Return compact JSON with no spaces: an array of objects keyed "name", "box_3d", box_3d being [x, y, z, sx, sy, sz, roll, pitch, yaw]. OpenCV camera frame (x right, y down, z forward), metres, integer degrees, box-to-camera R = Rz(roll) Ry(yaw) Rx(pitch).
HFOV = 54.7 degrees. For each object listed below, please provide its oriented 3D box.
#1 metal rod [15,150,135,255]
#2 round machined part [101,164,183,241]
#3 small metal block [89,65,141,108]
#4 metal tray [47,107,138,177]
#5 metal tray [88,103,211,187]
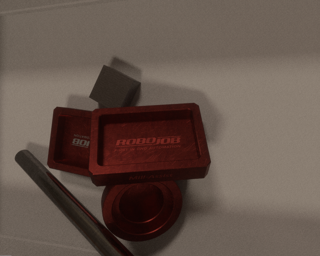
[{"name":"metal rod","box_3d":[-0.110,0.107,0.399,0.300,0.025,0.025,30,100,36]},{"name":"round machined part","box_3d":[-0.025,0.090,0.392,0.099,0.042,0.097,-5,110,-14]},{"name":"small metal block","box_3d":[-0.063,-0.053,0.432,0.050,0.025,0.050,29,99,17]},{"name":"metal tray","box_3d":[-0.093,0.022,0.439,0.130,0.030,0.089,9,93,19]},{"name":"metal tray","box_3d":[-0.014,0.017,0.363,0.131,0.030,0.090,-4,54,-4]}]
